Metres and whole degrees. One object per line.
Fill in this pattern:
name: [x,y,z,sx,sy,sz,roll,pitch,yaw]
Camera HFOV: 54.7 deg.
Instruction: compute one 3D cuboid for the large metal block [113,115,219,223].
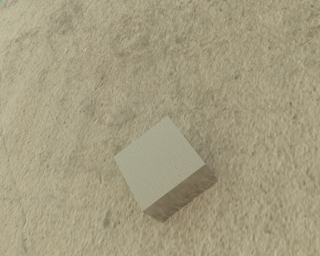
large metal block: [0.006,0.047,0.355,0.080,0.050,0.080,-38,51,2]
